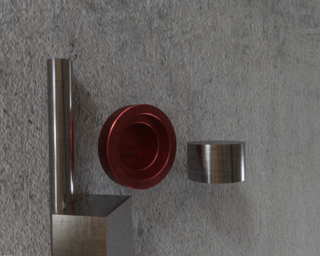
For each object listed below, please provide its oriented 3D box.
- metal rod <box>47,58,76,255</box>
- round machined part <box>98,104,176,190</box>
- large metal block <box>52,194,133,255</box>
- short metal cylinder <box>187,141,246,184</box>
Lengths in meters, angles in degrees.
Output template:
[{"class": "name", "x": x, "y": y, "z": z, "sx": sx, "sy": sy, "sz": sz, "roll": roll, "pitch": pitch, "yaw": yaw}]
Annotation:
[{"class": "metal rod", "x": -0.100, "y": 0.080, "z": 0.320, "sx": 0.025, "sy": 0.025, "sz": 0.298, "roll": -2, "pitch": 91, "yaw": -40}, {"class": "round machined part", "x": -0.030, "y": 0.021, "z": 0.368, "sx": 0.099, "sy": 0.042, "sz": 0.097, "roll": 0, "pitch": 90, "yaw": -40}, {"class": "large metal block", "x": -0.063, "y": 0.116, "z": 0.310, "sx": 0.080, "sy": 0.050, "sz": 0.080, "roll": -4, "pitch": 94, "yaw": -79}, {"class": "short metal cylinder", "x": 0.079, "y": 0.045, "z": 0.435, "sx": 0.081, "sy": 0.080, "sz": 0.050, "roll": -2, "pitch": 92, "yaw": -40}]
